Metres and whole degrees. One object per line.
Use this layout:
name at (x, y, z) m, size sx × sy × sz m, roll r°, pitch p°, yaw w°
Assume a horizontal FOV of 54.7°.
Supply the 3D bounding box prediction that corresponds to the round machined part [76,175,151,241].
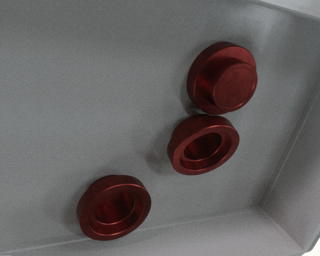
round machined part at (-0.065, 0.104, 0.426) m, size 0.099 × 0.042 × 0.097 m, roll -14°, pitch 124°, yaw -21°

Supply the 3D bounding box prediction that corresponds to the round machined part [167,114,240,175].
round machined part at (0.056, 0.019, 0.430) m, size 0.099 × 0.042 × 0.097 m, roll -13°, pitch 137°, yaw -13°

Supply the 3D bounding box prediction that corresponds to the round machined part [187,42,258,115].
round machined part at (0.088, -0.060, 0.408) m, size 0.099 × 0.042 × 0.097 m, roll -14°, pitch 124°, yaw -21°

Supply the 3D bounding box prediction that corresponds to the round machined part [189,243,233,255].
round machined part at (0.095, 0.270, 0.619) m, size 0.099 × 0.042 × 0.097 m, roll -14°, pitch 124°, yaw -21°
